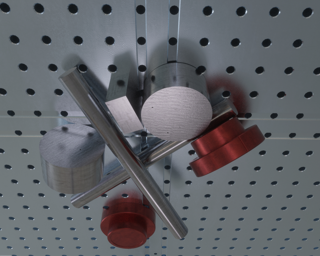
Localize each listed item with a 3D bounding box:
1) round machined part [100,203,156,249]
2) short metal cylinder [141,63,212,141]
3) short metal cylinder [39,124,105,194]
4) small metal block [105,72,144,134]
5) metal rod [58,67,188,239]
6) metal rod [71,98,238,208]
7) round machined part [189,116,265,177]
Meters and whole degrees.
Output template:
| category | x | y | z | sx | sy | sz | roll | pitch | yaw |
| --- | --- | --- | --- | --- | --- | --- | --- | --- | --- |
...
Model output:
| category | x | y | z | sx | sy | sz | roll | pitch | yaw |
| --- | --- | --- | --- | --- | --- | --- | --- | --- | --- |
| round machined part | -0.057 | 0.180 | 0.553 | 0.099 | 0.042 | 0.097 | 0 | 130 | 0 |
| short metal cylinder | 0.019 | -0.030 | 0.369 | 0.080 | 0.050 | 0.079 | 0 | 131 | 0 |
| short metal cylinder | -0.114 | 0.039 | 0.408 | 0.081 | 0.080 | 0.050 | 7 | 130 | -6 |
| small metal block | -0.039 | -0.030 | 0.369 | 0.025 | 0.050 | 0.050 | -17 | 128 | 13 |
| metal rod | -0.037 | 0.051 | 0.423 | 0.025 | 0.025 | 0.299 | -22 | 118 | 18 |
| metal rod | -0.023 | 0.047 | 0.450 | 0.299 | 0.025 | 0.025 | -33 | 123 | 25 |
| round machined part | 0.079 | 0.020 | 0.394 | 0.098 | 0.098 | 0.042 | -33 | 83 | 25 |
